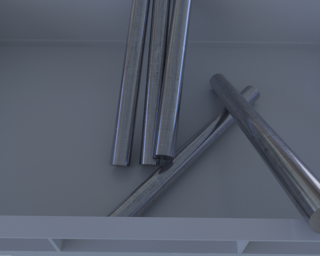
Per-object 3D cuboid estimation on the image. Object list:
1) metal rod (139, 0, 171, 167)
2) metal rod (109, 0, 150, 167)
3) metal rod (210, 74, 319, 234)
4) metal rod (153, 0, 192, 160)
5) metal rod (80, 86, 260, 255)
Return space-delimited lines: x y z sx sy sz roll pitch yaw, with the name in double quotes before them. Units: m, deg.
"metal rod" -0.003 -0.100 0.407 0.025 0.025 0.299 3 76 3
"metal rod" -0.033 -0.099 0.406 0.025 0.025 0.299 5 76 4
"metal rod" 0.097 -0.006 0.331 0.025 0.025 0.300 -3 25 -3
"metal rod" 0.023 -0.107 0.398 0.025 0.025 0.299 6 71 5
"metal rod" 0.031 0.034 0.375 0.025 0.025 0.302 35 58 26
